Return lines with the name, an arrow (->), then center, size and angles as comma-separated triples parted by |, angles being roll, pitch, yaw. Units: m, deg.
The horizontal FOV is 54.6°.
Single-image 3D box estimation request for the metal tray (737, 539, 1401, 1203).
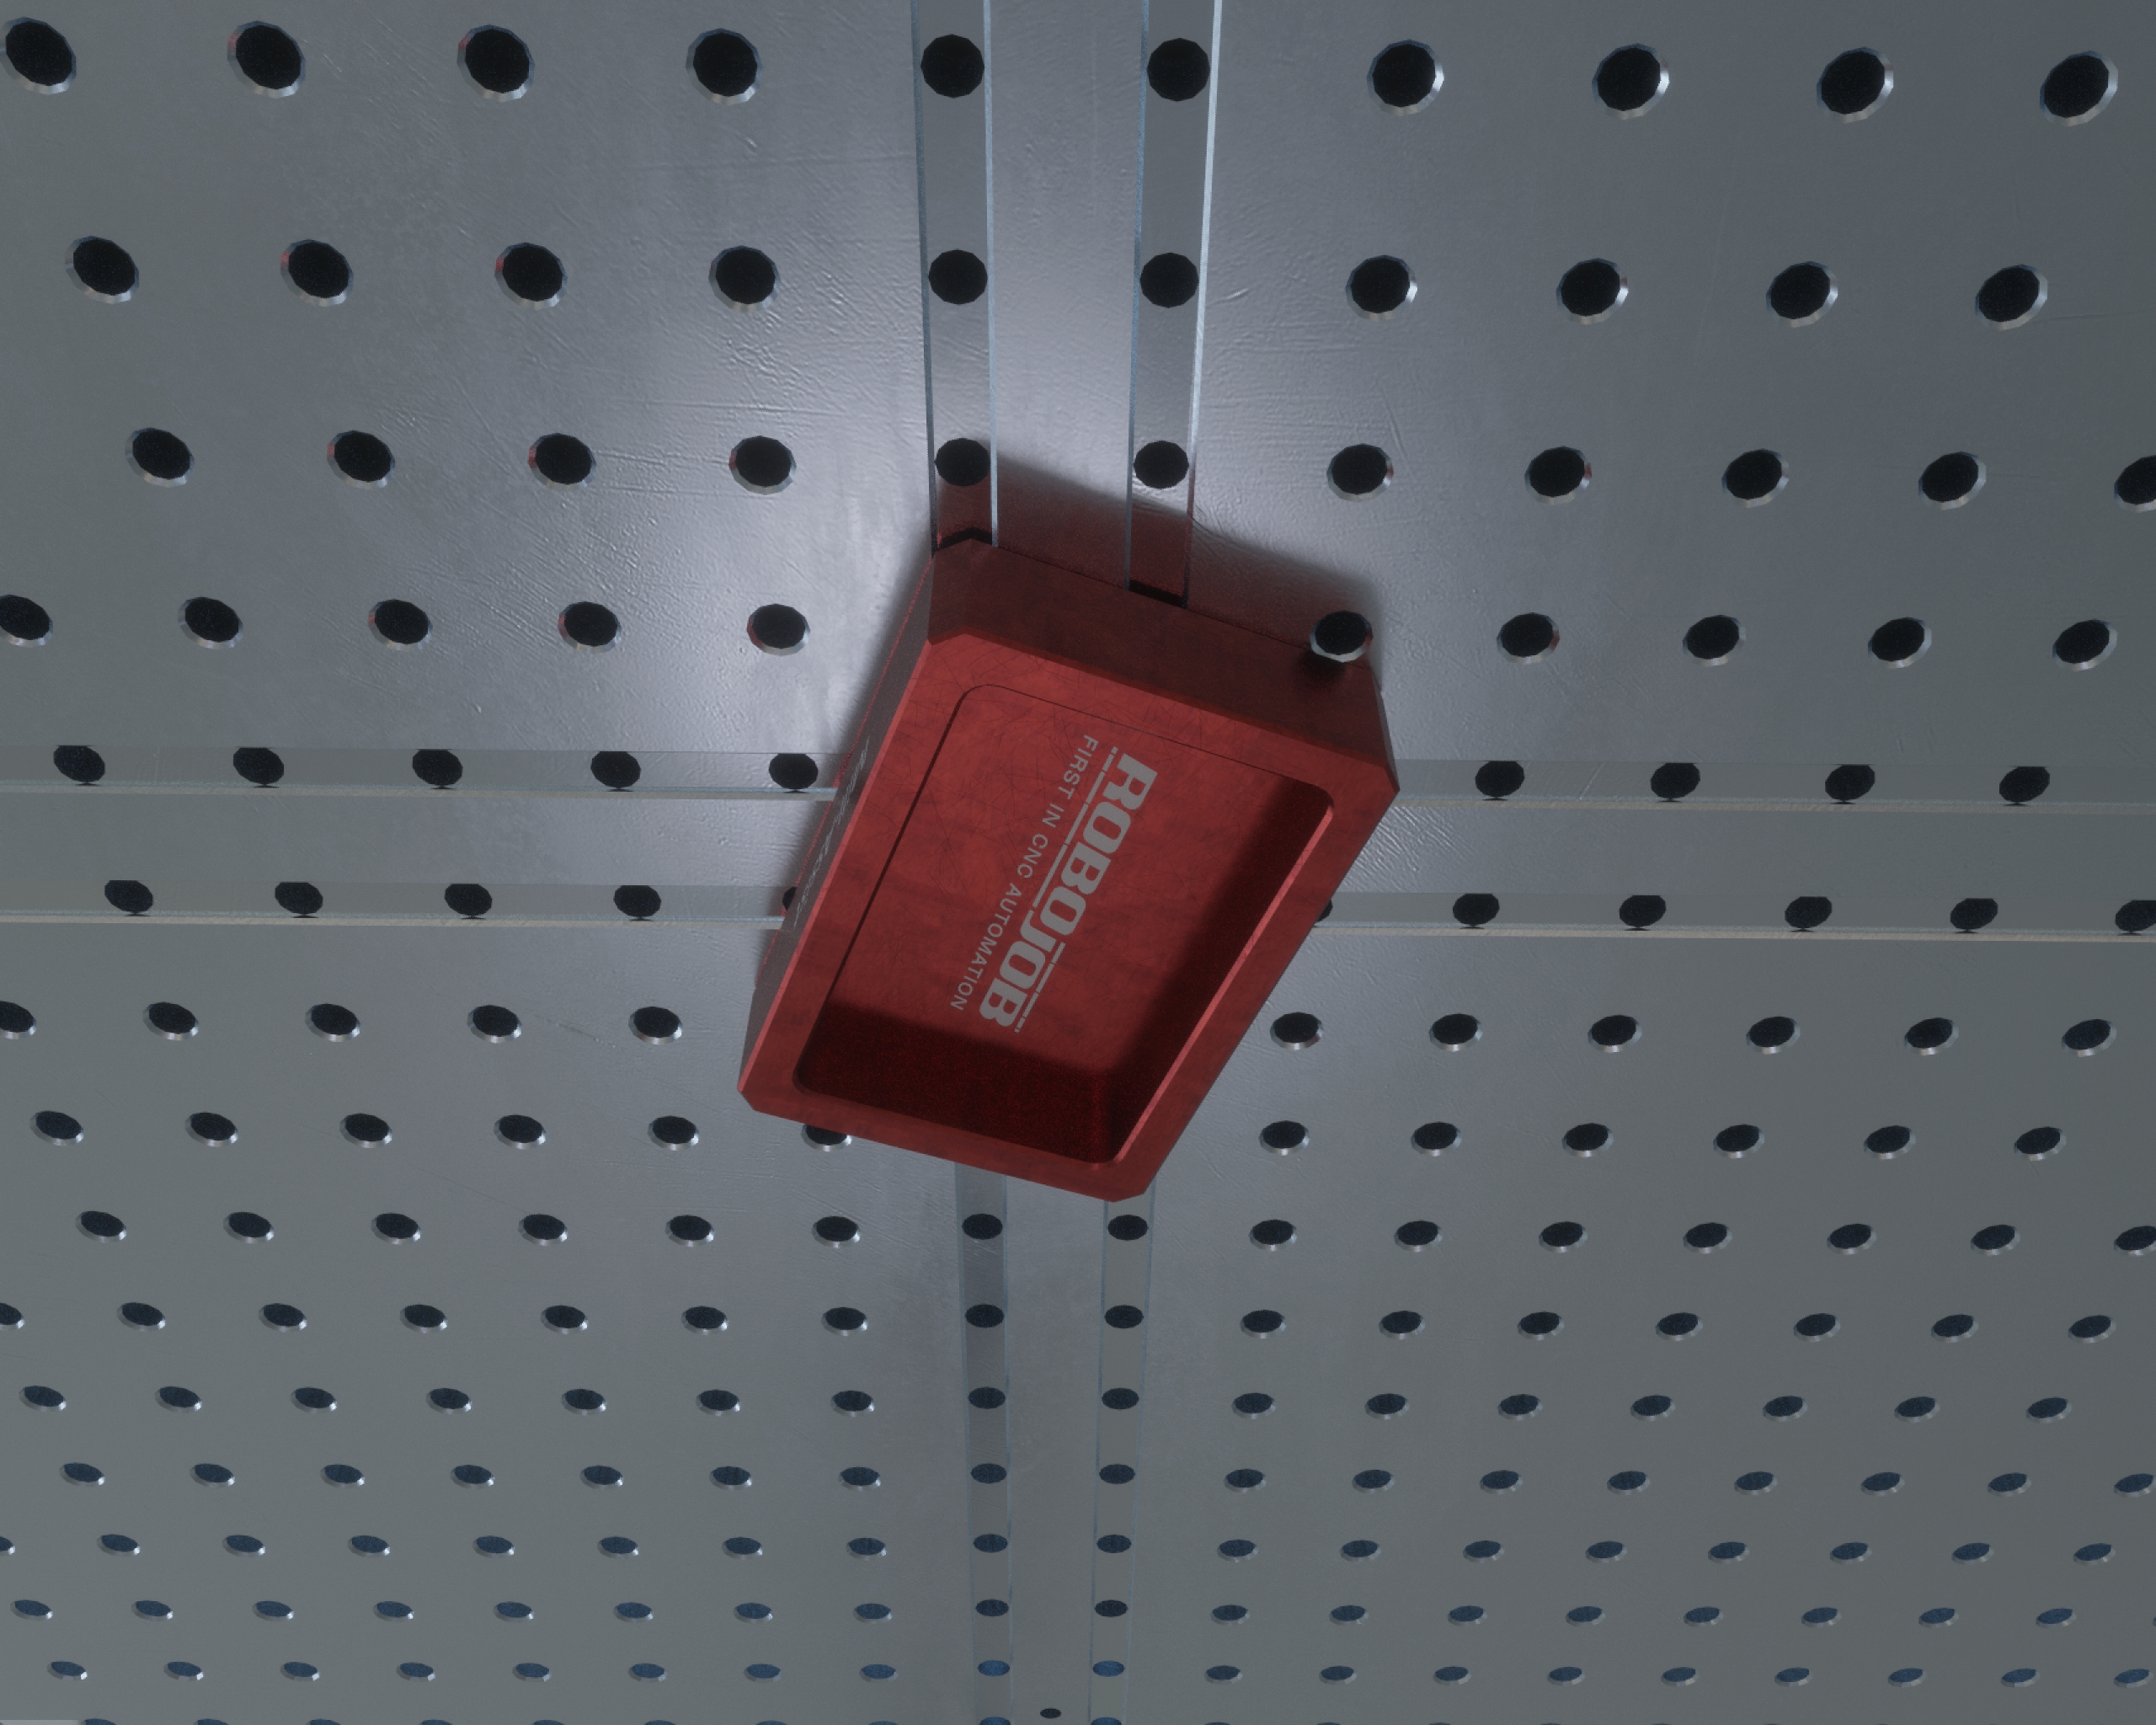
metal tray -> -0.006, 0.008, 0.414 | 0.091, 0.030, 0.129 | 17, 128, -14
